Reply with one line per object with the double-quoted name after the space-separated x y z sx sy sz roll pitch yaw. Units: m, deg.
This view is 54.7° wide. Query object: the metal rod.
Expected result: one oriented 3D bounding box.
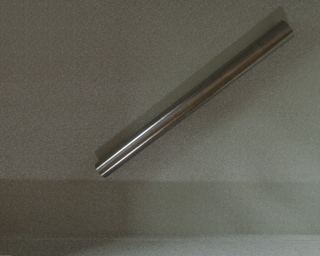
0.035 -0.030 0.400 0.300 0.025 0.025 -37 106 12 "metal rod"
